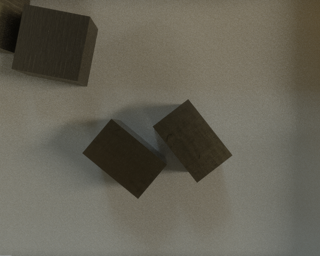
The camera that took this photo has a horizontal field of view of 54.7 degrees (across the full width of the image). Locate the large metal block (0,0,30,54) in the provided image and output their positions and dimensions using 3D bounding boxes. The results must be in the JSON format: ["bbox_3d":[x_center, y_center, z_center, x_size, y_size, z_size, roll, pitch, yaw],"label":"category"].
[{"bbox_3d":[-0.212,-0.140,0.375,0.050,0.080,0.080,11,91,19],"label":"large metal block"}]

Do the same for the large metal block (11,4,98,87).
[{"bbox_3d":[-0.131,-0.103,0.397,0.080,0.050,0.080,11,90,-1],"label":"large metal block"}]

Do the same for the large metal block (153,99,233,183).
[{"bbox_3d":[0.036,0.014,0.384,0.050,0.080,0.080,-38,90,0],"label":"large metal block"}]

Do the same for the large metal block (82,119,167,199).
[{"bbox_3d":[-0.039,0.034,0.383,0.080,0.080,0.050,40,90,-1],"label":"large metal block"}]
